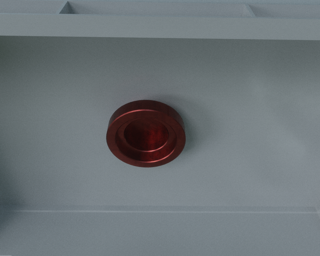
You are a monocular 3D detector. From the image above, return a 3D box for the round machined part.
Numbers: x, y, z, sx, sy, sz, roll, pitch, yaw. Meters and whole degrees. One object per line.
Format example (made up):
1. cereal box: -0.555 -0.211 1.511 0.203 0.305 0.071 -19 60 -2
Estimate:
1. round machined part: -0.017 0.003 0.400 0.099 0.042 0.097 0 130 0
